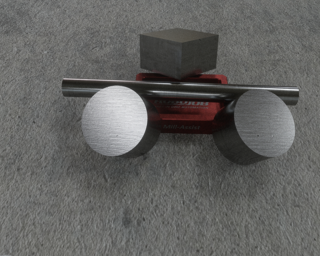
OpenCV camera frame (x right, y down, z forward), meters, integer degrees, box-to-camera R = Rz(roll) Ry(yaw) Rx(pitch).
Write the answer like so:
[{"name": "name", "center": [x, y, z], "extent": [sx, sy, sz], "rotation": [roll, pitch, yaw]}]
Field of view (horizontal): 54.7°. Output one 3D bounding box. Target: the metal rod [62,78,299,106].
[{"name": "metal rod", "center": [0.025, -0.048, 0.406], "extent": [0.302, 0.025, 0.025], "rotation": [2, 50, 2]}]

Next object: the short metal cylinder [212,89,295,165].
[{"name": "short metal cylinder", "center": [0.110, 0.000, 0.368], "extent": [0.081, 0.050, 0.080], "rotation": [6, 72, -18]}]

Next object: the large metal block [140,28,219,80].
[{"name": "large metal block", "center": [0.028, -0.112, 0.455], "extent": [0.080, 0.050, 0.081], "rotation": [24, 36, 39]}]

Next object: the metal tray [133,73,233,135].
[{"name": "metal tray", "center": [0.030, -0.036, 0.432], "extent": [0.131, 0.030, 0.090], "rotation": [2, 50, 1]}]

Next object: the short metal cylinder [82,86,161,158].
[{"name": "short metal cylinder", "center": [-0.044, -0.005, 0.369], "extent": [0.080, 0.050, 0.080], "rotation": [-3, 81, 17]}]
